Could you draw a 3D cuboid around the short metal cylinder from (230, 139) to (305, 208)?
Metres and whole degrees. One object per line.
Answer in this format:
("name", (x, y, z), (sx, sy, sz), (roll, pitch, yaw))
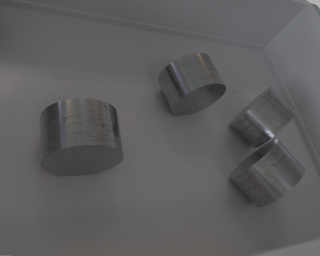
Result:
("short metal cylinder", (0.141, 0.059, 0.410), (0.081, 0.080, 0.050), (-35, 82, -38))

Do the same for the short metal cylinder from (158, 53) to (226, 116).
("short metal cylinder", (0.044, -0.059, 0.430), (0.081, 0.080, 0.050), (-10, 67, -33))

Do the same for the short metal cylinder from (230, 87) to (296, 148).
("short metal cylinder", (0.152, -0.015, 0.461), (0.050, 0.080, 0.080), (47, 51, 4))

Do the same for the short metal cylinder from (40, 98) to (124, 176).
("short metal cylinder", (-0.081, 0.012, 0.319), (0.081, 0.080, 0.050), (3, 61, -27))
